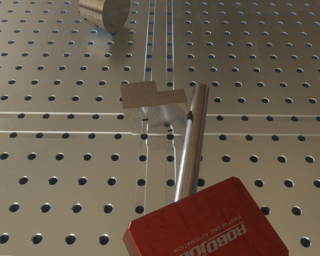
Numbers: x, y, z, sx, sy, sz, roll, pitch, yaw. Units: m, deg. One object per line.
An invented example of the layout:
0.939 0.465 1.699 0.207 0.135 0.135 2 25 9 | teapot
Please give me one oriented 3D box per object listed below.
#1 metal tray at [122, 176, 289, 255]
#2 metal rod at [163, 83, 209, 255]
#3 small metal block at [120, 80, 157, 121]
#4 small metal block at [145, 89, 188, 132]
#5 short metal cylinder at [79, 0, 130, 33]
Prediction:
0.043 0.108 0.287 0.131 0.030 0.090 -16 61 -28 | metal tray
0.032 0.056 0.360 0.025 0.025 0.300 8 50 7 | metal rod
-0.028 -0.039 0.440 0.050 0.025 0.050 -7 50 -6 | small metal block
0.008 -0.023 0.410 0.050 0.050 0.025 -8 51 -6 | small metal block
-0.097 -0.218 0.554 0.050 0.080 0.080 26 55 20 | short metal cylinder
